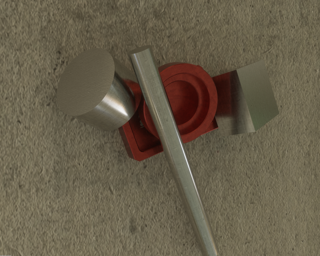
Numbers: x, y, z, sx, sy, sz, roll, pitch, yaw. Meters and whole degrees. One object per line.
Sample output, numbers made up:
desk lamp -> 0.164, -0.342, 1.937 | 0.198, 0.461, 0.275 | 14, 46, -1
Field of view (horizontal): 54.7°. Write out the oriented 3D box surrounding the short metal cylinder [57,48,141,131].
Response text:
short metal cylinder -> -0.068, -0.042, 0.350 | 0.050, 0.080, 0.080 | 34, 76, -54

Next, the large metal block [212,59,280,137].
large metal block -> 0.113, -0.042, 0.422 | 0.081, 0.050, 0.080 | -26, 100, -45

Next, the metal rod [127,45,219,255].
metal rod -> 0.025, 0.048, 0.374 | 0.025, 0.025, 0.298 | -29, 117, -18

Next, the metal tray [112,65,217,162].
metal tray -> 0.008, -0.021, 0.411 | 0.131, 0.030, 0.090 | -22, 98, -19

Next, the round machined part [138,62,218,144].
round machined part -> 0.018, -0.032, 0.383 | 0.099, 0.042, 0.097 | -7, 108, -23
